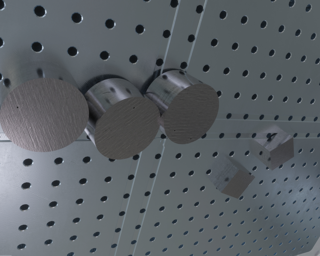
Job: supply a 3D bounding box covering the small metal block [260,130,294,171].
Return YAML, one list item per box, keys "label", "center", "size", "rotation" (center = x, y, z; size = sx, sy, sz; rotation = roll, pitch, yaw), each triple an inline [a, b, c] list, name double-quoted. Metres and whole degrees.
- label: "small metal block"
  center: [0.209, 0.040, 0.550]
  size: [0.050, 0.025, 0.050]
  rotation: [-29, 129, -10]

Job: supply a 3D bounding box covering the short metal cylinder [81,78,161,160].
- label: "short metal cylinder"
  center: [-0.047, -0.011, 0.357]
  size: [0.081, 0.050, 0.079]
  rotation: [-20, 130, -25]

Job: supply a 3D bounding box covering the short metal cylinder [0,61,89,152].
- label: "short metal cylinder"
  center: [-0.119, -0.022, 0.316]
  size: [0.081, 0.050, 0.079]
  rotation: [-14, 124, -21]

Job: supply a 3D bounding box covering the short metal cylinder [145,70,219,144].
- label: "short metal cylinder"
  center: [0.026, -0.027, 0.388]
  size: [0.081, 0.050, 0.079]
  rotation: [-17, 126, -26]

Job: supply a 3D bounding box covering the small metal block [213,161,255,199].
- label: "small metal block"
  center: [0.129, 0.091, 0.538]
  size: [0.050, 0.025, 0.050]
  rotation: [26, 104, -37]
